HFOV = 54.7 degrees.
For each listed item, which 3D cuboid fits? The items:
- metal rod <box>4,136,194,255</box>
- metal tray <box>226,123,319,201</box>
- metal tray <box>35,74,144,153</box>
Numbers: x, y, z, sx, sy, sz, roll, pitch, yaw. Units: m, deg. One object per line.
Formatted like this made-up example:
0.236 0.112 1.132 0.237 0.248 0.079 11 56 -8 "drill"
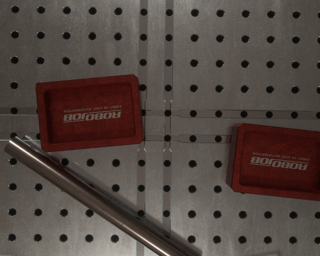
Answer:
-0.073 0.106 0.412 0.301 0.025 0.025 34 90 -1 "metal rod"
0.161 0.044 0.413 0.131 0.030 0.089 6 90 -1 "metal tray"
-0.090 -0.019 0.409 0.131 0.030 0.089 -5 90 -1 "metal tray"
